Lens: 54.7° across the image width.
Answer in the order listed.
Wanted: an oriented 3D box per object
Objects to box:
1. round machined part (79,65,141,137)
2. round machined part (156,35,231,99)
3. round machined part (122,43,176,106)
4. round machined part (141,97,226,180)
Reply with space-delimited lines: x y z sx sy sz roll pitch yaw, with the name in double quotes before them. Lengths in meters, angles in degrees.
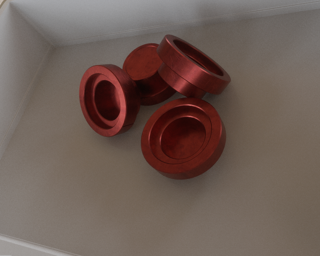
"round machined part" -0.065 -0.039 0.430 0.098 0.042 0.097 14 111 38
"round machined part" 0.037 -0.072 0.390 0.042 0.099 0.098 -54 47 25
"round machined part" -0.015 -0.085 0.453 0.098 0.042 0.098 -13 56 20
"round machined part" 0.030 0.015 0.369 0.098 0.042 0.098 -13 56 20
